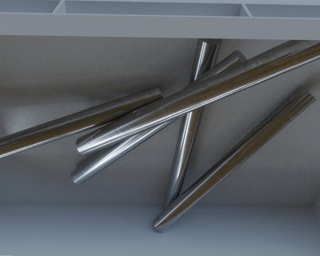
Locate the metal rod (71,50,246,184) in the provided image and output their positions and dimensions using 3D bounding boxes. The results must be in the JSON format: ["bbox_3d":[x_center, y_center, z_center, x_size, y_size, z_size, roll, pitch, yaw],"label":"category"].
[{"bbox_3d":[-0.020,0.003,0.390,0.025,0.025,0.299,37,127,-27],"label":"metal rod"}]

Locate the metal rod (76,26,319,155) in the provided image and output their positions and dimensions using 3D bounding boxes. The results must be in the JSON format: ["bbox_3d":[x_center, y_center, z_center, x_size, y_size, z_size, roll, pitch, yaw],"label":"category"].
[{"bbox_3d":[0.023,-0.026,0.326,0.300,0.025,0.025,-22,128,29],"label":"metal rod"}]

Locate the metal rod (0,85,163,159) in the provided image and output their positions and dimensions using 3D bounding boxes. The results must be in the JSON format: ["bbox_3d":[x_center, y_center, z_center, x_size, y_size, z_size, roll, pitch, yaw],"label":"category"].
[{"bbox_3d":[-0.141,0.007,0.378,0.302,0.025,0.025,-18,129,1],"label":"metal rod"}]

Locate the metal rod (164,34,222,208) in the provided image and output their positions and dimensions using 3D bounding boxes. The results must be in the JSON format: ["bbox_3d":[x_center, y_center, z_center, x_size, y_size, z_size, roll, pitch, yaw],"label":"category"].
[{"bbox_3d":[0.036,0.018,0.424,0.025,0.025,0.298,5,130,-5],"label":"metal rod"}]

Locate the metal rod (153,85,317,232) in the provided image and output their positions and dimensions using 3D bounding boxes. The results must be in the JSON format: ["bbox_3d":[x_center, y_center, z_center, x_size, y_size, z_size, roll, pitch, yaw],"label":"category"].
[{"bbox_3d":[0.090,0.057,0.439,0.025,0.025,0.299,30,118,-24],"label":"metal rod"}]
